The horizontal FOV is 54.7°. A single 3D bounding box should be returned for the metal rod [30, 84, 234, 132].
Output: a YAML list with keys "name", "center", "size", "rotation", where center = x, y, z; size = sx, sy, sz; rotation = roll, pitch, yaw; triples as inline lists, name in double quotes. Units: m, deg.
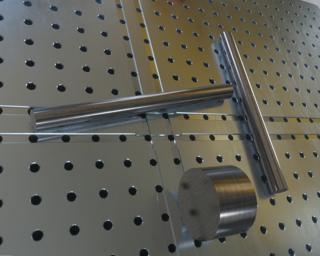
- name: "metal rod"
  center: [-0.014, -0.034, 0.420]
  size: [0.303, 0.025, 0.025]
  rotation: [-12, 68, -33]

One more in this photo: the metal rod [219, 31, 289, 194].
- name: "metal rod"
  center: [0.147, -0.041, 0.511]
  size: [0.025, 0.025, 0.299]
  rotation: [4, 60, -27]

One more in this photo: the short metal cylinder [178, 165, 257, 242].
- name: "short metal cylinder"
  center: [0.063, 0.084, 0.355]
  size: [0.050, 0.080, 0.080]
  rotation: [0, 62, -28]
